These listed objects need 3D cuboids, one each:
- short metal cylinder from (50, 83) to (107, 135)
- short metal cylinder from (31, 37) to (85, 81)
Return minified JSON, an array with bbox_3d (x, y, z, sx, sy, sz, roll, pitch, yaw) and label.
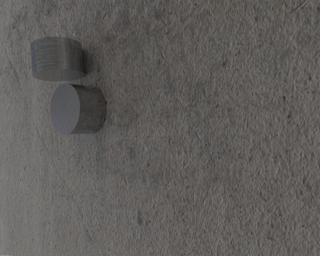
[{"bbox_3d":[-0.132,-0.030,0.498,0.080,0.050,0.080,0,90,40],"label":"short metal cylinder"},{"bbox_3d":[-0.167,-0.110,0.507,0.080,0.081,0.050,-9,85,40],"label":"short metal cylinder"}]
